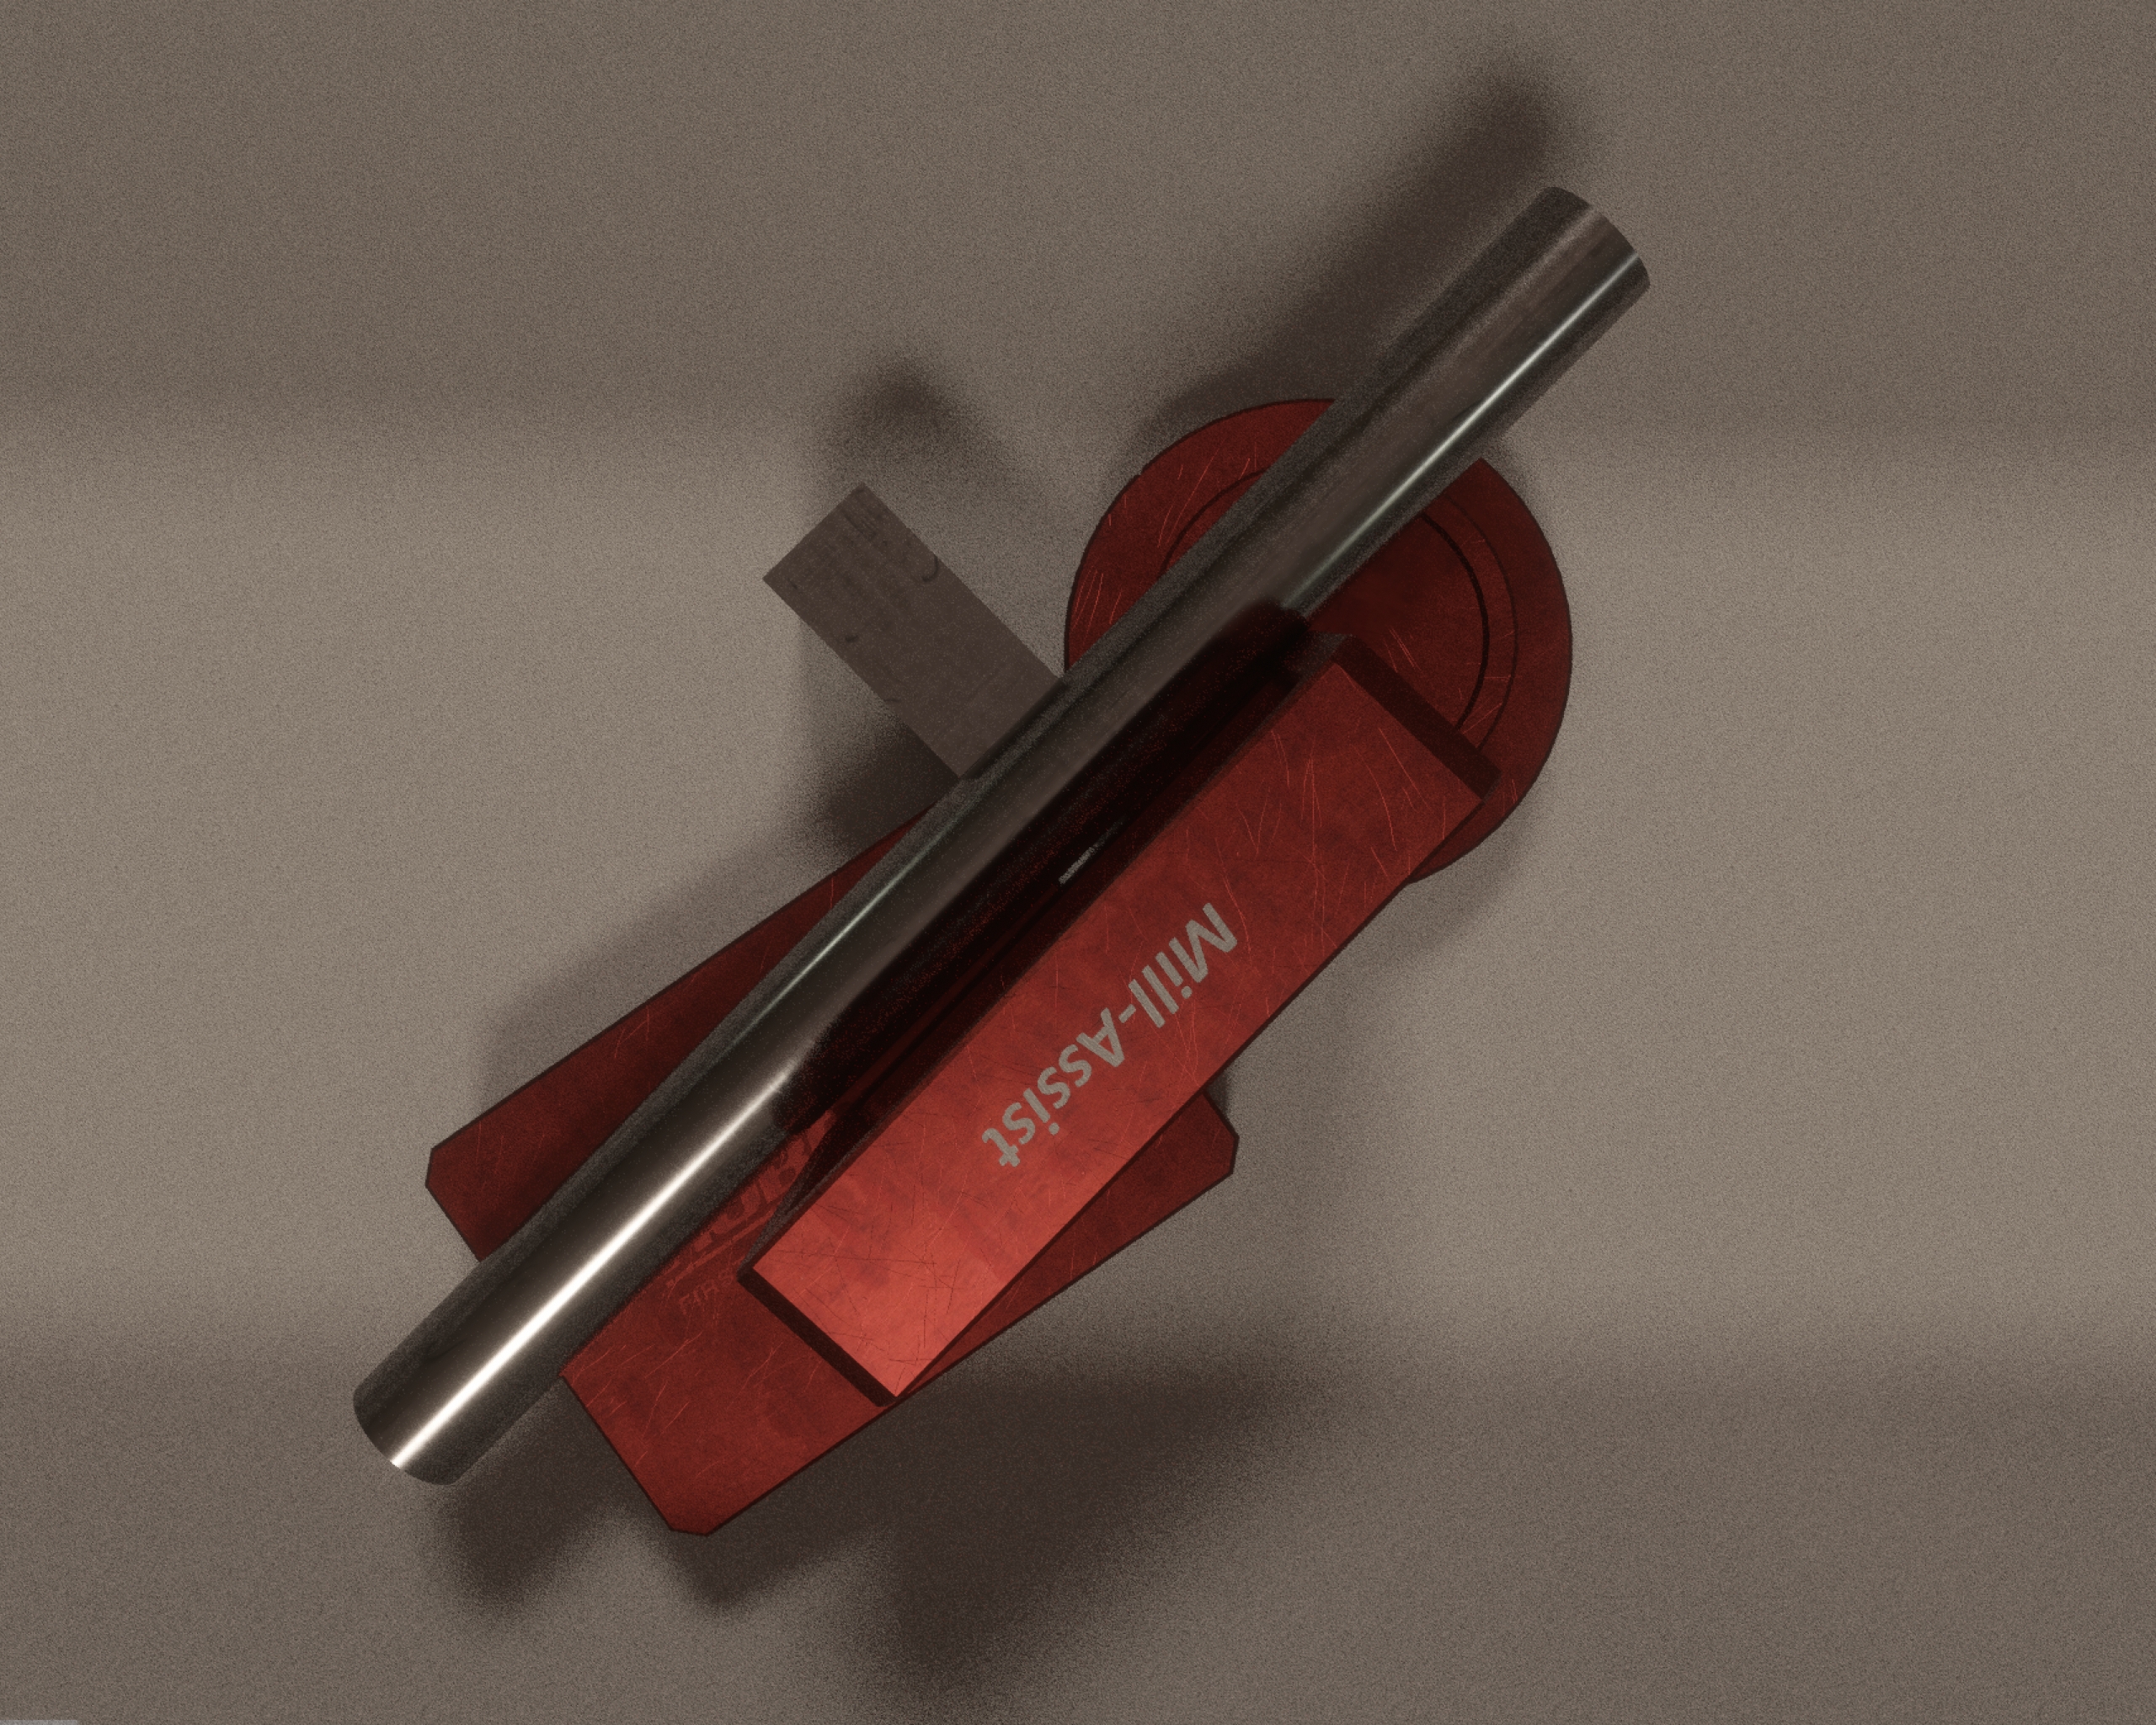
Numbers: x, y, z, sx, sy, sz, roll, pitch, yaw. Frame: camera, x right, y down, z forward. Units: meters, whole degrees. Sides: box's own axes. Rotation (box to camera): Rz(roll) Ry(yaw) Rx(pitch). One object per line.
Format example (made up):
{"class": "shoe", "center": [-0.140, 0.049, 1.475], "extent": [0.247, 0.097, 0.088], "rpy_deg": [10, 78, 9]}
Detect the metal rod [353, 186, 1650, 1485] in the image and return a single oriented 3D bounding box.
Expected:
{"class": "metal rod", "center": [-0.016, -0.002, 0.371], "extent": [0.025, 0.025, 0.300], "rpy_deg": [45, 94, -1]}

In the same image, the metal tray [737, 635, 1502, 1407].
{"class": "metal tray", "center": [0.006, 0.020, 0.340], "extent": [0.030, 0.090, 0.130], "rpy_deg": [43, 96, -3]}

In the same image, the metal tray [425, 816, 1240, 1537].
{"class": "metal tray", "center": [-0.046, 0.056, 0.407], "extent": [0.130, 0.030, 0.090], "rpy_deg": [-35, 90, -1]}

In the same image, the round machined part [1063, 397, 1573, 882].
{"class": "round machined part", "center": [0.046, -0.041, 0.402], "extent": [0.099, 0.042, 0.097], "rpy_deg": [0, 90, -1]}

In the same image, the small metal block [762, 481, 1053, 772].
{"class": "small metal block", "center": [-0.030, -0.042, 0.397], "extent": [0.025, 0.050, 0.050], "rpy_deg": [-45, 91, 0]}
